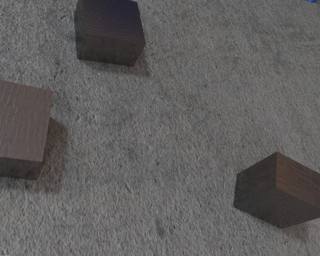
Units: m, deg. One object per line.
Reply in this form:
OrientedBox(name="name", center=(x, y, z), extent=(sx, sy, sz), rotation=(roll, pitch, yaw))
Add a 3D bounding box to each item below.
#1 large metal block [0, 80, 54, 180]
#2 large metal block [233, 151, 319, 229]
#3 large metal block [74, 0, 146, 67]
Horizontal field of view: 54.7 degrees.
OrientedBox(name="large metal block", center=(-0.155, 0.001, 0.304), extent=(0.081, 0.050, 0.080), rotation=(11, 57, -22))
OrientedBox(name="large metal block", center=(0.154, 0.083, 0.400), extent=(0.080, 0.080, 0.050), rotation=(27, 53, -12))
OrientedBox(name="large metal block", center=(-0.072, -0.138, 0.433), extent=(0.081, 0.050, 0.080), rotation=(3, 61, -27))
